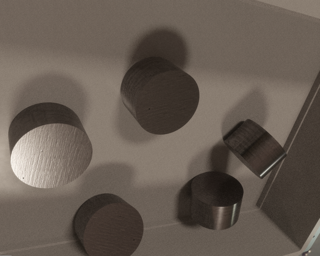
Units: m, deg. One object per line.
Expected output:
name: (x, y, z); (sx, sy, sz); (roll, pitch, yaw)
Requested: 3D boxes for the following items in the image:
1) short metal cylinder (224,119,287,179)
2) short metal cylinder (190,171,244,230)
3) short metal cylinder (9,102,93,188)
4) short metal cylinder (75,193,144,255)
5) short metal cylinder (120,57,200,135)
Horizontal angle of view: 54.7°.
short metal cylinder: (0.145, 0.032, 0.474); (0.050, 0.080, 0.080); (-44, 130, 2)
short metal cylinder: (0.089, 0.114, 0.495); (0.081, 0.080, 0.050); (-13, 124, -22)
short metal cylinder: (-0.120, 0.018, 0.339); (0.081, 0.050, 0.079); (-14, 125, -21)
short metal cylinder: (-0.069, 0.134, 0.420); (0.081, 0.050, 0.079); (-2, 94, -27)
short metal cylinder: (-0.001, -0.039, 0.370); (0.081, 0.050, 0.079); (-14, 125, -21)
